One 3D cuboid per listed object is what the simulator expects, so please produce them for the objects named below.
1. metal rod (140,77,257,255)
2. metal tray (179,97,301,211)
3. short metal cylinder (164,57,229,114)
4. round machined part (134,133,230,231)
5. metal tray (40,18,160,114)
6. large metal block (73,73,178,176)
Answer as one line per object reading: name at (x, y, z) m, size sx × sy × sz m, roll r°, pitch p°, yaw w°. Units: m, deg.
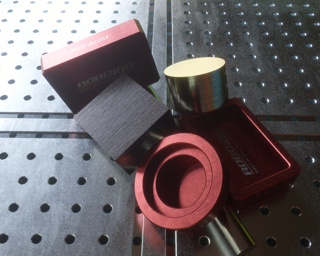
metal rod at (0.020, 0.016, 0.388) m, size 0.025 × 0.025 × 0.300 m, roll -20°, pitch 53°, yaw -16°
metal tray at (0.091, 0.025, 0.379) m, size 0.091 × 0.030 × 0.130 m, roll -20°, pitch 53°, yaw -16°
short metal cylinder at (0.050, -0.059, 0.417) m, size 0.080 × 0.050 × 0.080 m, roll -10°, pitch 26°, yaw 5°
round machined part at (0.026, 0.058, 0.325) m, size 0.098 × 0.042 × 0.098 m, roll -13°, pitch 62°, yaw 26°
metal tray at (-0.074, -0.077, 0.406) m, size 0.131 × 0.090 × 0.030 m, roll -22°, pitch 54°, yaw 0°
large metal block at (-0.039, -0.005, 0.367) m, size 0.080 × 0.050 × 0.080 m, roll -44°, pitch 61°, yaw -10°
